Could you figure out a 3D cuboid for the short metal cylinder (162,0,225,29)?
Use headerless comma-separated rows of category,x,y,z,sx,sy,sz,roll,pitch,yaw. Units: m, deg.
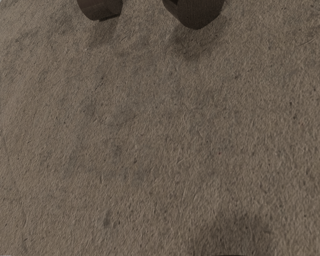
short metal cylinder,0.049,-0.197,0.463,0.080,0.080,0.050,-36,51,4

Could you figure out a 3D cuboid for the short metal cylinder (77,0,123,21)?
short metal cylinder,-0.113,-0.247,0.577,0.050,0.080,0.080,-7,59,24
